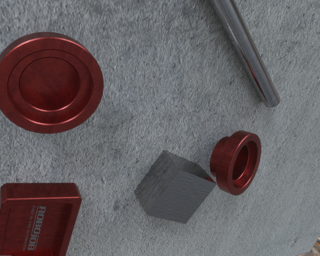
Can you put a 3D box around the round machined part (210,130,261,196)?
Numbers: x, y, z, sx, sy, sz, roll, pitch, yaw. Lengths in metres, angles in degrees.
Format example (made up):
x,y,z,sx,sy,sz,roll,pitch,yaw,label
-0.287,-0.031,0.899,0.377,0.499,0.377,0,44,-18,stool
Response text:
x,y,z,sx,sy,sz,roll,pitch,yaw,label
0.113,0.050,0.477,0.099,0.042,0.097,-20,119,-43,round machined part

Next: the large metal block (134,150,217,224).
x,y,z,sx,sy,sz,roll,pitch,yaw,label
0.022,0.089,0.460,0.080,0.050,0.080,26,104,-38,large metal block

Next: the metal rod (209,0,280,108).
x,y,z,sx,sy,sz,roll,pitch,yaw,label
0.093,-0.124,0.382,0.025,0.025,0.300,-43,130,1,metal rod

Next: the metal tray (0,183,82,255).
x,y,z,sx,sy,sz,roll,pitch,yaw,label
-0.161,0.131,0.397,0.091,0.030,0.129,6,115,-32,metal tray

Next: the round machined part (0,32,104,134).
x,y,z,sx,sy,sz,roll,pitch,yaw,label
-0.110,-0.047,0.308,0.099,0.042,0.097,-14,125,-21,round machined part
